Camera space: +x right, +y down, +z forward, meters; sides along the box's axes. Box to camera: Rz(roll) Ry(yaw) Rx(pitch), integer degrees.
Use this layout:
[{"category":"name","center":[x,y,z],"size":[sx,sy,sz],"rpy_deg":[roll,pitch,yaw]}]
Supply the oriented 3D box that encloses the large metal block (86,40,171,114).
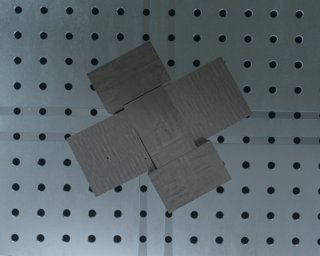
[{"category":"large metal block","center":[-0.034,-0.057,0.385],"size":[0.080,0.080,0.050],"rpy_deg":[-28,90,0]}]

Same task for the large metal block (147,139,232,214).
[{"category":"large metal block","center":[0.033,0.055,0.386],"size":[0.080,0.080,0.050],"rpy_deg":[-29,90,-1]}]

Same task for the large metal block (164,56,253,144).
[{"category":"large metal block","center":[0.058,-0.034,0.400],"size":[0.080,0.050,0.080],"rpy_deg":[-29,92,0]}]

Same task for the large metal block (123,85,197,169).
[{"category":"large metal block","center":[0.000,-0.002,0.386],"size":[0.050,0.080,0.080],"rpy_deg":[-29,90,0]}]

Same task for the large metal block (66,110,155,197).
[{"category":"large metal block","center":[-0.060,0.031,0.401],"size":[0.080,0.050,0.080],"rpy_deg":[-27,90,0]}]
